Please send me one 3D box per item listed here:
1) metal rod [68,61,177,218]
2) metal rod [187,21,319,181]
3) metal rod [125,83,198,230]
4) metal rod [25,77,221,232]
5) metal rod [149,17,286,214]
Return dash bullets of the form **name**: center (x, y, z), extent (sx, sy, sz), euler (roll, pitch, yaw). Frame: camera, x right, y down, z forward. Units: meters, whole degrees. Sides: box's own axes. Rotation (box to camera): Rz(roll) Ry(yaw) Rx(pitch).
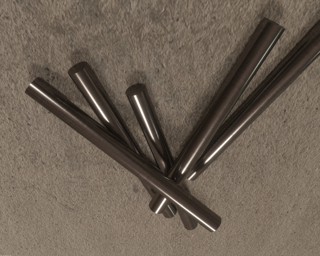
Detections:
- **metal rod**: center (-0.038, 0.038, 0.438), extent (0.025, 0.025, 0.299), euler (-17, 129, 13)
- **metal rod**: center (0.119, -0.029, 0.383), extent (0.025, 0.025, 0.298), euler (24, 126, -19)
- **metal rod**: center (0.013, 0.063, 0.461), extent (0.025, 0.025, 0.299), euler (-13, 129, 10)
- **metal rod**: center (-0.037, 0.042, 0.397), extent (0.301, 0.025, 0.025), euler (39, 121, -13)
- **metal rod**: center (0.056, 0.006, 0.392), extent (0.025, 0.025, 0.298), euler (19, 121, -16)
